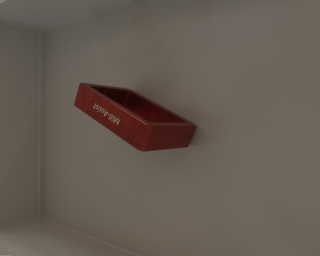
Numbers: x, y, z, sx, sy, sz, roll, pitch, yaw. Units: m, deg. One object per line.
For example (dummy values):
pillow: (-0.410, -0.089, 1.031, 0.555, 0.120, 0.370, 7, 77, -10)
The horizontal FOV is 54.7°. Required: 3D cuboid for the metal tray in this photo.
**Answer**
metal tray: (-0.032, -0.016, 0.384, 0.130, 0.091, 0.030, 31, 109, 35)
